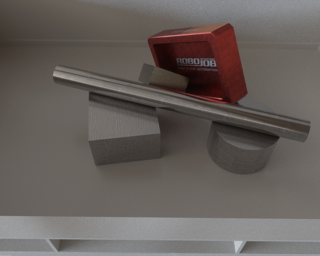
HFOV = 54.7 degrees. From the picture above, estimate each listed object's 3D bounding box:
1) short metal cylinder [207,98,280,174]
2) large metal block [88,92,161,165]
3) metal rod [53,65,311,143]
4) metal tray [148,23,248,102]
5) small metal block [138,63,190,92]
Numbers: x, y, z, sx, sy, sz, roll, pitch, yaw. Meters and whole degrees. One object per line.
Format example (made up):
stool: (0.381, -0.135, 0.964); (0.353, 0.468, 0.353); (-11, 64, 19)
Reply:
short metal cylinder: (0.101, 0.009, 0.381); (0.081, 0.050, 0.080); (0, 50, 0)
large metal block: (-0.045, -0.004, 0.390); (0.081, 0.050, 0.080); (-6, 50, -6)
metal rod: (0.015, -0.032, 0.364); (0.301, 0.025, 0.025); (14, 51, 11)
metal tray: (0.044, -0.081, 0.397); (0.030, 0.090, 0.130); (-33, 28, -26)
small metal block: (0.004, -0.065, 0.414); (0.050, 0.025, 0.050); (15, 10, -22)
